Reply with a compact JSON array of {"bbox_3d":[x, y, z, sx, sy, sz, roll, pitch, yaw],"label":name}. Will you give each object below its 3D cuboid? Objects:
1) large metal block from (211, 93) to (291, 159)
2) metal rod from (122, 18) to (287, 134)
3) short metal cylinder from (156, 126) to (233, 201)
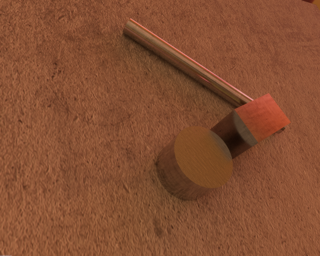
[{"bbox_3d":[0.118,0.003,0.432,0.081,0.080,0.050,-23,75,-37],"label":"large metal block"},{"bbox_3d":[0.076,-0.079,0.494,0.301,0.025,0.025,32,52,-8],"label":"metal rod"},{"bbox_3d":[0.042,0.044,0.385,0.081,0.050,0.080,14,56,-21],"label":"short metal cylinder"}]
